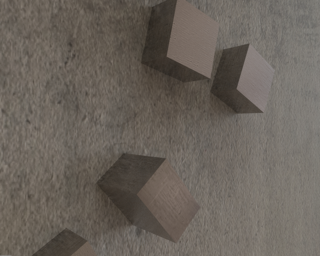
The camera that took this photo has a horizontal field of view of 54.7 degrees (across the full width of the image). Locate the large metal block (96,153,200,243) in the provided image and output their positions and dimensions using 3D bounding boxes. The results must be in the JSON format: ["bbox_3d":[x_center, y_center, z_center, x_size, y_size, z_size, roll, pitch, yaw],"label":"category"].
[{"bbox_3d":[-0.014,0.078,0.359,0.050,0.080,0.080,-49,119,-29],"label":"large metal block"}]

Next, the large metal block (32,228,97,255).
[{"bbox_3d":[-0.098,0.163,0.308,0.080,0.050,0.080,-37,113,-34],"label":"large metal block"}]

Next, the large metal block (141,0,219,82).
[{"bbox_3d":[0.029,-0.114,0.414,0.081,0.050,0.080,17,79,-39],"label":"large metal block"}]

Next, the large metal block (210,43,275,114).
[{"bbox_3d":[0.136,-0.077,0.506,0.080,0.050,0.080,31,71,-36],"label":"large metal block"}]
